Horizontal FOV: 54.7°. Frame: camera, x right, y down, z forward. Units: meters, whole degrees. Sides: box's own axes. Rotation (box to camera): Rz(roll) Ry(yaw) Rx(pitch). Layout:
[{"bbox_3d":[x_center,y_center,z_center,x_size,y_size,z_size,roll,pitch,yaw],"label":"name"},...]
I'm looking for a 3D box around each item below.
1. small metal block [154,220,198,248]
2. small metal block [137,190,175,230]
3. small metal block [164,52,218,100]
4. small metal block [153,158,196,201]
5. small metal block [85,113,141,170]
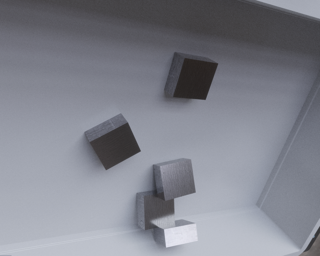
[{"bbox_3d":[0.022,0.158,0.468,0.050,0.050,0.025,-4,82,-21],"label":"small metal block"},{"bbox_3d":[-0.006,0.122,0.469,0.050,0.025,0.050,-2,91,-28],"label":"small metal block"},{"bbox_3d":[0.039,-0.065,0.392,0.050,0.025,0.050,2,118,-30],"label":"small metal block"},{"bbox_3d":[0.021,0.074,0.454,0.050,0.025,0.050,-9,93,-24],"label":"small metal block"},{"bbox_3d":[-0.058,0.017,0.389,0.050,0.025,0.050,-29,129,-11],"label":"small metal block"}]
